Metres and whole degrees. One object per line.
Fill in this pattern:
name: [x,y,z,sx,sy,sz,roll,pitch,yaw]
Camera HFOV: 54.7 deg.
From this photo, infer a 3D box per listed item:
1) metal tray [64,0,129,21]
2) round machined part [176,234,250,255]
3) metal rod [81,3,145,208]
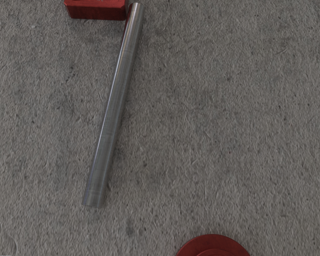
metal tray: [-0.094,-0.234,0.490,0.091,0.030,0.130,3,70,1]
round machined part: [0.060,0.168,0.338,0.099,0.042,0.098,0,70,0]
metal rod: [-0.059,-0.044,0.423,0.025,0.025,0.299,9,70,3]
